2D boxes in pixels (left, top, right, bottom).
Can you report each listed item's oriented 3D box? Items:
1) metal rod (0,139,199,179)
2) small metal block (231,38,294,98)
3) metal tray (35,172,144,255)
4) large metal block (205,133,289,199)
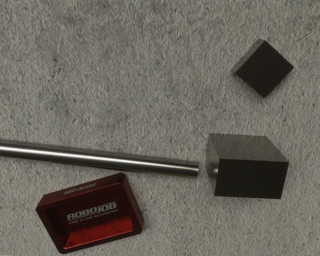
[{"bbox_3d":[-0.099,0.041,0.423,0.302,0.025,0.025,7,110,-3],"label":"metal rod"},{"bbox_3d":[0.126,-0.074,0.384,0.050,0.025,0.050,38,105,-13],"label":"small metal block"},{"bbox_3d":[-0.099,0.126,0.452,0.131,0.030,0.090,-17,110,5],"label":"metal tray"},{"bbox_3d":[0.106,0.046,0.399,0.081,0.080,0.050,3,110,-2],"label":"large metal block"}]
